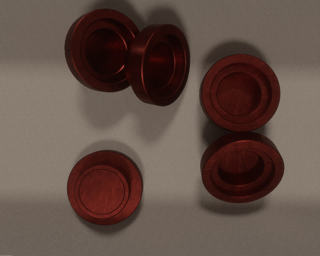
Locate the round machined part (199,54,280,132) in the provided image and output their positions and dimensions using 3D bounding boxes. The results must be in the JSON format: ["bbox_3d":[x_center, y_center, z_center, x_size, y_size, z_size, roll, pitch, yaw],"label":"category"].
[{"bbox_3d":[0.100,-0.043,0.404,0.099,0.042,0.097,0,89,-1],"label":"round machined part"}]

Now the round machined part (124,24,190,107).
[{"bbox_3d":[-0.007,-0.078,0.384,0.042,0.098,0.097,14,90,35],"label":"round machined part"}]

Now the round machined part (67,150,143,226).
[{"bbox_3d":[-0.072,0.079,0.402,0.099,0.042,0.097,0,90,-1],"label":"round machined part"}]

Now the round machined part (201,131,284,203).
[{"bbox_3d":[0.100,0.045,0.390,0.099,0.042,0.097,0,121,0],"label":"round machined part"}]

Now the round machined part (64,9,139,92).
[{"bbox_3d":[-0.071,-0.094,0.386,0.099,0.042,0.097,-7,102,-36],"label":"round machined part"}]
